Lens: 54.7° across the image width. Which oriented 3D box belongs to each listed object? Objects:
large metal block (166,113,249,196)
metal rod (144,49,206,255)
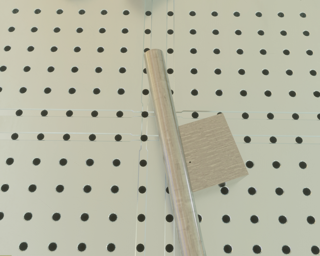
[{"bbox_3d":[0.051,0.037,0.385,0.080,0.050,0.080,-17,71,-6],"label":"large metal block"},{"bbox_3d":[0.018,0.045,0.342,0.025,0.025,0.299,-10,70,-4],"label":"metal rod"}]
